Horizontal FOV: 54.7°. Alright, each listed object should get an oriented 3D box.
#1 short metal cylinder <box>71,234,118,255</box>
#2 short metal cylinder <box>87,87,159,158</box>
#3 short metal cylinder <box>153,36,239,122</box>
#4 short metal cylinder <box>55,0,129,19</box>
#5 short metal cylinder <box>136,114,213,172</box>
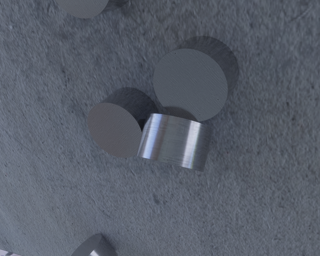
[{"bbox_3d":[-0.129,0.251,0.592,0.080,0.080,0.050,-29,103,37],"label":"short metal cylinder"},{"bbox_3d":[-0.047,-0.008,0.409,0.080,0.050,0.079,13,124,20],"label":"short metal cylinder"},{"bbox_3d":[0.040,-0.054,0.336,0.080,0.050,0.079,13,124,20],"label":"short metal cylinder"},{"bbox_3d":[-0.072,-0.162,0.327,0.080,0.050,0.079,13,124,20],"label":"short metal cylinder"},{"bbox_3d":[0.017,0.018,0.364,0.080,0.080,0.050,11,83,22],"label":"short metal cylinder"}]
